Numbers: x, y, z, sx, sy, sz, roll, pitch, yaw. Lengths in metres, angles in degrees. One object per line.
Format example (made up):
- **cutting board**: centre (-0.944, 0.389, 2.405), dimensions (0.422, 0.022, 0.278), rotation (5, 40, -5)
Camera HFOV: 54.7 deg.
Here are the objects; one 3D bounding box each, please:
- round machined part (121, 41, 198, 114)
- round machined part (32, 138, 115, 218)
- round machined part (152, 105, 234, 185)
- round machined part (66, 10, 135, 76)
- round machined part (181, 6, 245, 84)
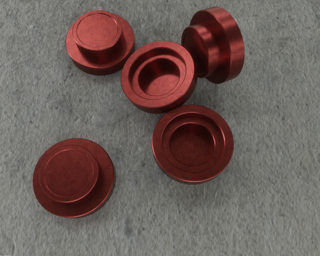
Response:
- **round machined part**: centre (0.001, -0.063, 0.414), dimensions (0.098, 0.042, 0.098), rotation (-5, 68, 14)
- **round machined part**: centre (-0.106, 0.058, 0.376), dimensions (0.099, 0.042, 0.098), rotation (0, 70, -1)
- **round machined part**: centre (0.040, 0.023, 0.391), dimensions (0.099, 0.042, 0.098), rotation (0, 70, -1)
- **round machined part**: centre (-0.086, -0.128, 0.445), dimensions (0.099, 0.042, 0.098), rotation (0, 70, -1)
- **round machined part**: centre (0.063, -0.104, 0.406), dimensions (0.042, 0.098, 0.098), rotation (-22, 72, -17)
